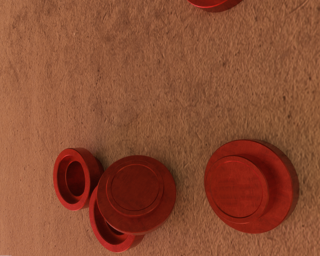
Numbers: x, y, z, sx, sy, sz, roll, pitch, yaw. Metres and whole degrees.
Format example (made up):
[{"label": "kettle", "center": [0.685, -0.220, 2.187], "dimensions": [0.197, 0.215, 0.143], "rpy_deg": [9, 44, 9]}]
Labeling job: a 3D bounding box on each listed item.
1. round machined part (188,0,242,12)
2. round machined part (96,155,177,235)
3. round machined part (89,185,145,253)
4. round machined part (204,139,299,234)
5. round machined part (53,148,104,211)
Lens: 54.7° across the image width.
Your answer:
[{"label": "round machined part", "center": [0.060, -0.184, 0.345], "dimensions": [0.098, 0.042, 0.097], "rpy_deg": [0, 90, 40]}, {"label": "round machined part", "center": [-0.029, 0.078, 0.381], "dimensions": [0.098, 0.099, 0.042], "rpy_deg": [58, 166, 24]}, {"label": "round machined part", "center": [-0.053, 0.120, 0.438], "dimensions": [0.098, 0.042, 0.097], "rpy_deg": [0, 90, 40]}, {"label": "round machined part", "center": [0.087, 0.061, 0.322], "dimensions": [0.098, 0.042, 0.097], "rpy_deg": [0, 90, 40]}, {"label": "round machined part", "center": [-0.126, 0.080, 0.499], "dimensions": [0.098, 0.042, 0.097], "rpy_deg": [0, 90, 40]}]
